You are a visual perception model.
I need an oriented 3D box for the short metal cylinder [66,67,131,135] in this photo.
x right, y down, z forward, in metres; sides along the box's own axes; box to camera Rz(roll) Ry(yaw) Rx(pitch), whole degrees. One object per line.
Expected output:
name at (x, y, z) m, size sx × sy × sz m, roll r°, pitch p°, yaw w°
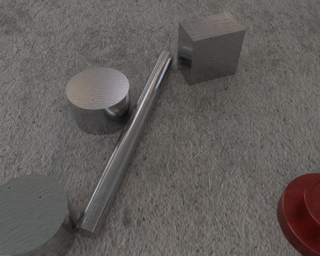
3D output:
short metal cylinder at (-0.080, -0.037, 0.417) m, size 0.081 × 0.050 × 0.080 m, roll 0°, pitch 50°, yaw 0°

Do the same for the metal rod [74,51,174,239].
metal rod at (-0.032, -0.004, 0.405) m, size 0.025 × 0.025 × 0.300 m, roll 13°, pitch 51°, yaw 10°

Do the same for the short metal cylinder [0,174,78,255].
short metal cylinder at (-0.127, 0.093, 0.308) m, size 0.081 × 0.050 × 0.080 m, roll 0°, pitch 50°, yaw 0°

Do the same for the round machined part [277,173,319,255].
round machined part at (0.177, 0.088, 0.320) m, size 0.099 × 0.042 × 0.098 m, roll 0°, pitch 50°, yaw 0°

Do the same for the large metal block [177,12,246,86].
large metal block at (0.074, -0.119, 0.468) m, size 0.081 × 0.080 × 0.050 m, roll -16°, pitch 52°, yaw -13°
